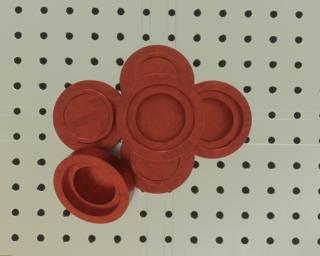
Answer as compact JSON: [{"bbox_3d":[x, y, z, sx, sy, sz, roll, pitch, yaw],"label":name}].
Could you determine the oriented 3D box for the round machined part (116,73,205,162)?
[{"bbox_3d":[0.001,-0.012,0.362,0.099,0.042,0.097,0,90,0],"label":"round machined part"}]

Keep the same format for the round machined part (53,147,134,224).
[{"bbox_3d":[-0.079,0.068,0.391,0.098,0.042,0.097,5,113,13],"label":"round machined part"}]

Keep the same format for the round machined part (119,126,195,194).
[{"bbox_3d":[-0.004,0.038,0.404,0.099,0.042,0.097,0,90,0],"label":"round machined part"}]

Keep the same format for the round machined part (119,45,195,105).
[{"bbox_3d":[-0.004,-0.060,0.405,0.099,0.042,0.097,0,90,0],"label":"round machined part"}]

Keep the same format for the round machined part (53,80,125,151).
[{"bbox_3d":[-0.091,-0.014,0.404,0.099,0.042,0.097,0,90,0],"label":"round machined part"}]

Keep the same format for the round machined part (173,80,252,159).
[{"bbox_3d":[0.065,-0.011,0.405,0.099,0.042,0.097,0,90,0],"label":"round machined part"}]
